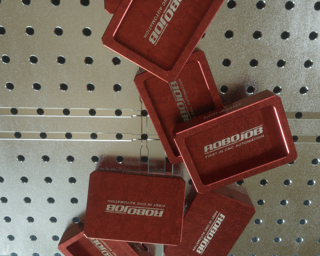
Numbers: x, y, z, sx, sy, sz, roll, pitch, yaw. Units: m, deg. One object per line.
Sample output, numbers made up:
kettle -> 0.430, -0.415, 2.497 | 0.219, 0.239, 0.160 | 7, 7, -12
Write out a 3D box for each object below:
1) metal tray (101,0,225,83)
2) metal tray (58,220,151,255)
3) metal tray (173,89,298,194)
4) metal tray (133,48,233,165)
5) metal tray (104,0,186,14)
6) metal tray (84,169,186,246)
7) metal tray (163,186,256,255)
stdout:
metal tray -> 0.008, -0.126, 0.331 | 0.090, 0.030, 0.129 | 29, 107, -10
metal tray -> -0.080, 0.197, 0.482 | 0.090, 0.030, 0.130 | -33, 107, 11
metal tray -> 0.092, 0.018, 0.385 | 0.130, 0.030, 0.090 | -22, 109, 7
metal tray -> 0.033, -0.026, 0.401 | 0.090, 0.030, 0.130 | -21, 109, 7
metal tray -> -0.017, -0.194, 0.339 | 0.090, 0.030, 0.129 | 0, 110, 0
metal tray -> -0.033, 0.108, 0.430 | 0.131, 0.030, 0.090 | 5, 87, 0
metal tray -> 0.071, 0.148, 0.466 | 0.090, 0.030, 0.129 | 23, 108, -8
